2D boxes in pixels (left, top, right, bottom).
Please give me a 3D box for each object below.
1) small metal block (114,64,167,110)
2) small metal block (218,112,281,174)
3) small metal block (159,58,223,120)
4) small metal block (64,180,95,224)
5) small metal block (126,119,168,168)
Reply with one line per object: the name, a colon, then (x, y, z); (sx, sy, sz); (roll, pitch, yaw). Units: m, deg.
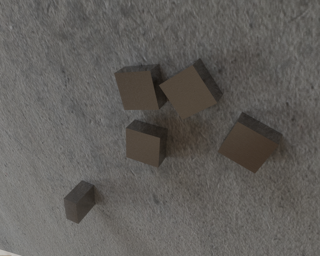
small metal block: (-0.023, -0.050, 0.387); (0.050, 0.025, 0.050); (1, 119, 27)
small metal block: (0.104, 0.017, 0.362); (0.050, 0.025, 0.050); (31, 128, 8)
small metal block: (0.036, -0.044, 0.359); (0.050, 0.025, 0.050); (-26, 104, 37)
small metal block: (-0.140, 0.129, 0.542); (0.025, 0.050, 0.050); (17, 125, 18)
small metal block: (-0.019, 0.021, 0.428); (0.050, 0.025, 0.050); (16, 125, 18)
